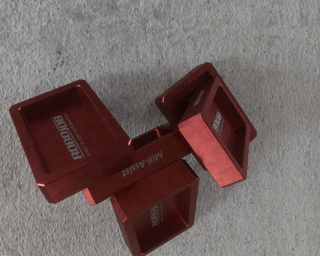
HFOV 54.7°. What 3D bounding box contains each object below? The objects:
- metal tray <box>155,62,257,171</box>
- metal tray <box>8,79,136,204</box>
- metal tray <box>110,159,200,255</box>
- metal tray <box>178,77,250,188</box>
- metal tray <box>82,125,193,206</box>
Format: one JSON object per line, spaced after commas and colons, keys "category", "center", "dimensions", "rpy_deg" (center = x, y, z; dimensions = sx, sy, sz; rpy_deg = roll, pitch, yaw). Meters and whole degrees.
{"category": "metal tray", "center": [0.067, -0.014, 0.433], "dimensions": [0.090, 0.030, 0.130], "rpy_deg": [-40, 103, -16]}
{"category": "metal tray", "center": [-0.095, 0.005, 0.325], "dimensions": [0.091, 0.130, 0.030], "rpy_deg": [-26, 138, -19]}
{"category": "metal tray", "center": [-0.002, 0.100, 0.364], "dimensions": [0.091, 0.030, 0.129], "rpy_deg": [-26, 144, -18]}
{"category": "metal tray", "center": [0.073, -0.001, 0.379], "dimensions": [0.090, 0.030, 0.130], "rpy_deg": [54, 29, -13]}
{"category": "metal tray", "center": [-0.033, 0.037, 0.364], "dimensions": [0.131, 0.090, 0.030], "rpy_deg": [-26, 99, -18]}
